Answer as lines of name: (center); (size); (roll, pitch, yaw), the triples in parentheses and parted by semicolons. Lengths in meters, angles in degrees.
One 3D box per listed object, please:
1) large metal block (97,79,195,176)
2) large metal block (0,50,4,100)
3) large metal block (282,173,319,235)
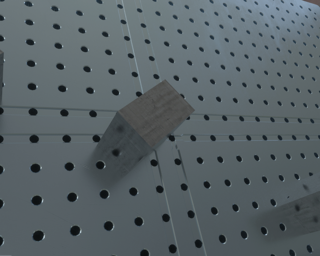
large metal block: (-0.018, 0.000, 0.363); (0.050, 0.080, 0.080); (47, 51, 4)
large metal block: (-0.204, -0.060, 0.300); (0.080, 0.080, 0.050); (38, 51, -3)
large metal block: (0.236, 0.098, 0.439); (0.081, 0.080, 0.050); (-29, 78, -37)
